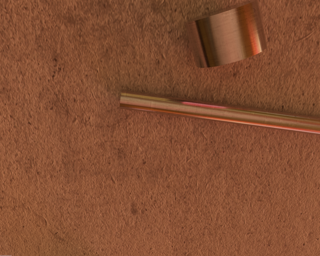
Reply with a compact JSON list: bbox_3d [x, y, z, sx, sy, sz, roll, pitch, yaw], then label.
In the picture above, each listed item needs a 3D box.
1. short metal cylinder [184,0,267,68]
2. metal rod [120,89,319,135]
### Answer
[{"bbox_3d":[0.072,-0.104,0.343,0.080,0.080,0.050,-17,110,5],"label":"short metal cylinder"},{"bbox_3d":[0.100,-0.018,0.404,0.302,0.025,0.025,7,110,-4],"label":"metal rod"}]
